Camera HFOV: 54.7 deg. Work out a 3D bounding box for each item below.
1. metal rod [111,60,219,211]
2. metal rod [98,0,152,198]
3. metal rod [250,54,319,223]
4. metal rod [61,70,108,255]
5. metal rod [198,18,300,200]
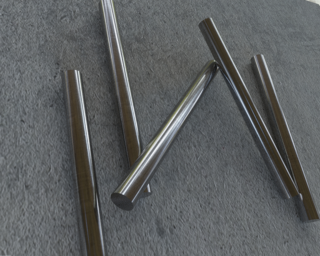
[{"bbox_3d":[0.025,-0.015,0.405,0.025,0.025,0.301,38,45,-3],"label":"metal rod"},{"bbox_3d":[-0.051,-0.056,0.410,0.025,0.025,0.299,1,61,-28],"label":"metal rod"},{"bbox_3d":[0.198,0.001,0.509,0.025,0.025,0.299,7,59,-25],"label":"metal rod"},{"bbox_3d":[-0.076,0.067,0.321,0.025,0.025,0.299,0,62,-28],"label":"metal rod"},{"bbox_3d":[0.131,-0.037,0.475,0.025,0.025,0.299,-15,76,-34],"label":"metal rod"}]
